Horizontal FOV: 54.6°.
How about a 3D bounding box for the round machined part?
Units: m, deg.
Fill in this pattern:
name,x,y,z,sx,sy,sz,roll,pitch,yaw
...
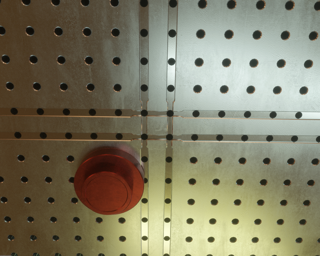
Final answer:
name,x,y,z,sx,sy,sz,roll,pitch,yaw
round machined part,-0.072,0.081,0.434,0.099,0.042,0.097,0,110,0
